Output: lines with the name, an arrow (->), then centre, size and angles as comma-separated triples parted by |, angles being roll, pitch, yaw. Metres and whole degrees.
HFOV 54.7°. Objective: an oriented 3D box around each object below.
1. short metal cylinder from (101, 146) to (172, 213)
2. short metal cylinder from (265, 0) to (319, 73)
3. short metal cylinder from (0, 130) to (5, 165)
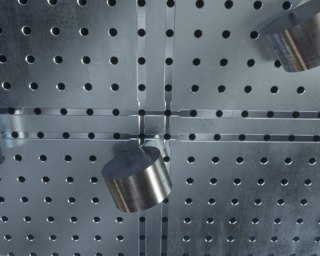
short metal cylinder -> -0.030, 0.065, 0.408 | 0.080, 0.080, 0.050 | -17, 109, 6
short metal cylinder -> 0.167, -0.106, 0.347 | 0.080, 0.080, 0.050 | -32, 107, 11
short metal cylinder -> -0.243, 0.023, 0.389 | 0.081, 0.080, 0.050 | 0, 110, -1
